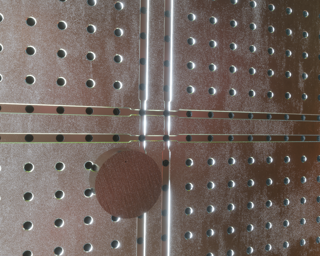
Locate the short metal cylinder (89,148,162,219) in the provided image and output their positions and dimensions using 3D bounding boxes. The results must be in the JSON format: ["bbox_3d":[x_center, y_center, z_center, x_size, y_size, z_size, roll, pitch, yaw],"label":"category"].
[{"bbox_3d":[-0.044,0.066,0.384,0.081,0.050,0.079,0,90,-20],"label":"short metal cylinder"}]
